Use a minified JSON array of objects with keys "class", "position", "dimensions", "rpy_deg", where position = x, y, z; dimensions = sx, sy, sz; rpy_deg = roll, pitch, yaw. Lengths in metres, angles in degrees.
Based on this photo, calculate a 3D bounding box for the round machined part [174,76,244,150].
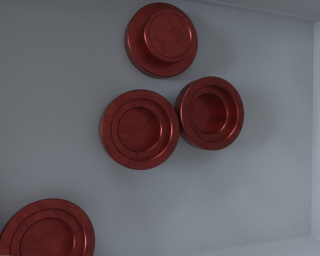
[{"class":"round machined part","position":[0.062,-0.019,0.424],"dimensions":[0.099,0.042,0.097],"rpy_deg":[0,89,-24]}]

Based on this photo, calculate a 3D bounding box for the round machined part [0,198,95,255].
[{"class":"round machined part","position":[-0.127,0.130,0.346],"dimensions":[0.099,0.042,0.098],"rpy_deg":[9,72,-27]}]

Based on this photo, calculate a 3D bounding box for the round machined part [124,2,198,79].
[{"class":"round machined part","position":[0.006,-0.115,0.405],"dimensions":[0.099,0.042,0.097],"rpy_deg":[0,90,-21]}]

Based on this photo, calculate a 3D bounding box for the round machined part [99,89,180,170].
[{"class":"round machined part","position":[-0.028,0.002,0.392],"dimensions":[0.099,0.042,0.097],"rpy_deg":[0,90,-20]}]
